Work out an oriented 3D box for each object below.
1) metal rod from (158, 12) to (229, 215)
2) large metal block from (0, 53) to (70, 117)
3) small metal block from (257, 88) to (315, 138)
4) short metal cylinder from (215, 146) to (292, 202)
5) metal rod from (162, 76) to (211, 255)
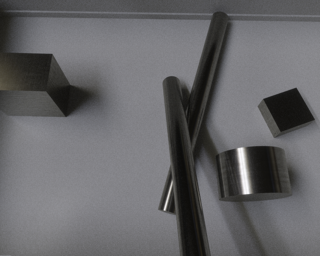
[{"bbox_3d":[0.051,-0.034,0.422,0.025,0.025,0.299,15,70,5],"label":"metal rod"},{"bbox_3d":[-0.169,-0.053,0.398,0.081,0.080,0.050,1,70,0],"label":"large metal block"},{"bbox_3d":[0.170,-0.021,0.419,0.050,0.025,0.050,-19,71,-7],"label":"small metal block"},{"bbox_3d":[0.107,0.056,0.361,0.081,0.080,0.050,-2,70,-1],"label":"short metal cylinder"},{"bbox_3d":[0.024,0.040,0.326,0.025,0.025,0.300,-3,43,-1],"label":"metal rod"}]
